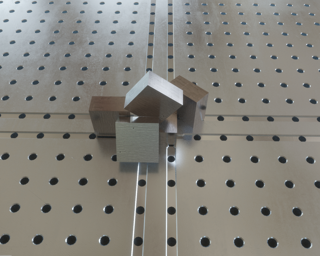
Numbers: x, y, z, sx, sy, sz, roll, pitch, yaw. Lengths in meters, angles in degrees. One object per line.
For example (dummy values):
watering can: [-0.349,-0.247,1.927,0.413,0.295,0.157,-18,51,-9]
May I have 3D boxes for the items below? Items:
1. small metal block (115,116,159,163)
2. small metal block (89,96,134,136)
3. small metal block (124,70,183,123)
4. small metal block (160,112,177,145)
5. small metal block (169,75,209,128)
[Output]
small metal block: [-0.026,0.014,0.377,0.050,0.050,0.025,1,18,1]
small metal block: [-0.061,-0.014,0.403,0.050,0.050,0.025,1,51,1]
small metal block: [-0.008,-0.034,0.375,0.050,0.050,0.025,27,45,-26]
small metal block: [-0.003,-0.006,0.412,0.050,0.025,0.050,2,50,0]
small metal block: [0.036,-0.036,0.422,0.050,0.050,0.025,36,58,26]
